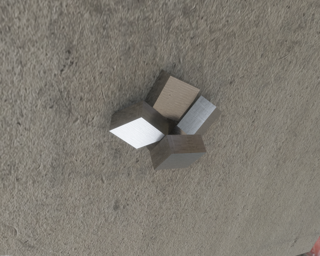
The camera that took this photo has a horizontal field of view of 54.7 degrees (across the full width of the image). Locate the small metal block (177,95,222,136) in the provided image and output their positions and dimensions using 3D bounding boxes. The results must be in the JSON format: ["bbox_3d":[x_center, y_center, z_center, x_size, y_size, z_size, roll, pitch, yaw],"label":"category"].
[{"bbox_3d":[0.054,-0.013,0.418,0.050,0.025,0.050,-52,162,8],"label":"small metal block"}]

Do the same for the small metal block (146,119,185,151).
[{"bbox_3d":[0.015,0.020,0.431,0.050,0.025,0.050,-48,129,5],"label":"small metal block"}]

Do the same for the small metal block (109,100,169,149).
[{"bbox_3d":[-0.025,-0.003,0.380,0.050,0.025,0.050,-21,139,31],"label":"small metal block"}]

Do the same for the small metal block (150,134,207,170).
[{"bbox_3d":[0.022,0.031,0.394,0.050,0.025,0.050,0,151,-29],"label":"small metal block"}]

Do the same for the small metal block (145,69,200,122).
[{"bbox_3d":[0.014,-0.040,0.393,0.050,0.025,0.050,19,108,-36],"label":"small metal block"}]
